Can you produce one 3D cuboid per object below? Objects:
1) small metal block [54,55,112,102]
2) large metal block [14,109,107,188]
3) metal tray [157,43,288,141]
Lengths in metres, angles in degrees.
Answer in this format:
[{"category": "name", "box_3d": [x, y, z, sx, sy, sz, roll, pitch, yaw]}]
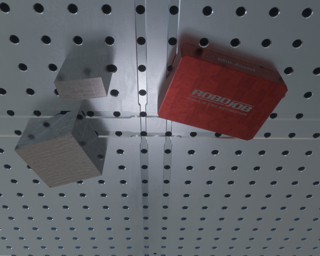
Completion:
[{"category": "small metal block", "box_3d": [-0.084, -0.056, 0.346, 0.050, 0.050, 0.025, -5, 130, 4]}, {"category": "large metal block", "box_3d": [-0.130, 0.029, 0.419, 0.080, 0.050, 0.080, -16, 129, 12]}, {"category": "metal tray", "box_3d": [0.072, -0.039, 0.376, 0.131, 0.030, 0.089, 14, 129, -12]}]
